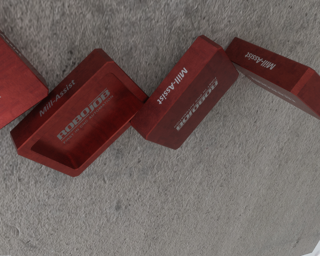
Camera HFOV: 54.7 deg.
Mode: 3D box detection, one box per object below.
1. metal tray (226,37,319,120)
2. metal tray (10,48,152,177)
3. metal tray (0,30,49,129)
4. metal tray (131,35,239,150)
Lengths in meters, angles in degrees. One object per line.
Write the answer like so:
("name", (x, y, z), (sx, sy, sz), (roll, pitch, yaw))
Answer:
("metal tray", (0.146, -0.061, 0.380), (0.090, 0.130, 0.030), (26, 104, -37))
("metal tray", (-0.081, -0.011, 0.338), (0.130, 0.030, 0.090), (-44, 143, 2))
("metal tray", (-0.177, -0.056, 0.272), (0.090, 0.030, 0.130), (-37, 129, -4))
("metal tray", (0.034, -0.037, 0.378), (0.130, 0.030, 0.090), (-51, 152, 8))
